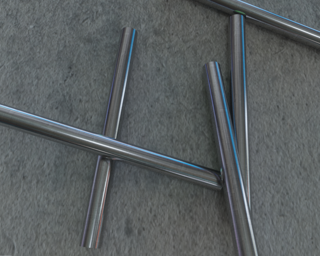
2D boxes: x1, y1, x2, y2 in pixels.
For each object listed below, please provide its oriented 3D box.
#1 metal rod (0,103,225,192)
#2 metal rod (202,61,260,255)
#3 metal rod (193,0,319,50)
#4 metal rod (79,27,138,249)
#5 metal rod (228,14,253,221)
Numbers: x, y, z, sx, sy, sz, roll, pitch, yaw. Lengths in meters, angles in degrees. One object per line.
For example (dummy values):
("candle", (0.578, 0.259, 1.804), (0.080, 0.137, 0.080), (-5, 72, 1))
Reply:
("metal rod", (-0.068, 0.021, 0.371), (0.302, 0.025, 0.025), (18, 71, -6))
("metal rod", (0.084, 0.045, 0.371), (0.025, 0.025, 0.299), (-4, 62, -2))
("metal rod", (0.136, -0.176, 0.474), (0.301, 0.025, 0.025), (25, 72, 8))
("metal rod", (-0.063, -0.002, 0.408), (0.025, 0.025, 0.299), (6, 70, 2))
("metal rod", (0.106, -0.024, 0.418), (0.025, 0.025, 0.299), (4, 70, 1))
